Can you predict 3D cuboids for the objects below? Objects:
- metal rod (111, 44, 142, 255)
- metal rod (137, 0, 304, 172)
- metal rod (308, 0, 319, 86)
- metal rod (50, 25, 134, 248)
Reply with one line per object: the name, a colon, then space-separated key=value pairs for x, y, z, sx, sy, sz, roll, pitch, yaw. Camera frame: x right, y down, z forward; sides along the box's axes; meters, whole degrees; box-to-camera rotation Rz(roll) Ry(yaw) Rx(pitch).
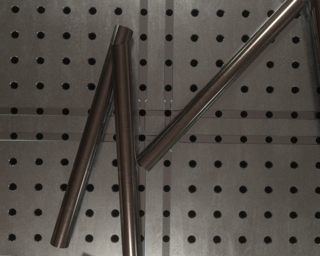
metal rod: x=-0.042 y=0.046 z=0.400 sx=0.025 sy=0.025 sz=0.298 roll=-3 pitch=95 yaw=-1
metal rod: x=0.080 y=-0.059 z=0.414 sx=0.025 sy=0.025 sz=0.300 roll=43 pitch=90 yaw=-1
metal rod: x=0.233 y=-0.033 z=0.416 sx=0.025 sy=0.025 sz=0.298 roll=-8 pitch=90 yaw=0
metal rod: x=-0.090 y=0.011 z=0.412 sx=0.025 sy=0.025 sz=0.298 roll=17 pitch=90 yaw=-1
